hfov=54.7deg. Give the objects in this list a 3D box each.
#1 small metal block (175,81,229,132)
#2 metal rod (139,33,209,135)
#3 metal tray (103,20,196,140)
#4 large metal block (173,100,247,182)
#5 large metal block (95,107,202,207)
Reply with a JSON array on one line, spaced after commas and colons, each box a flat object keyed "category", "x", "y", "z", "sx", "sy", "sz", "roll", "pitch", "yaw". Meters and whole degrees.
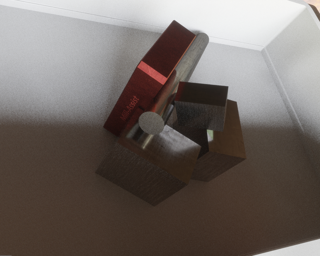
[{"category": "small metal block", "x": 0.045, "y": -0.022, "z": 0.332, "sx": 0.050, "sy": 0.050, "sz": 0.025, "roll": 8, "pitch": 61, "yaw": 13}, {"category": "metal rod", "x": 0.032, "y": -0.079, "z": 0.413, "sx": 0.025, "sy": 0.025, "sz": 0.301, "roll": 36, "pitch": 34, "yaw": -5}, {"category": "metal tray", "x": -0.015, "y": -0.051, "z": 0.360, "sx": 0.030, "sy": 0.129, "sz": 0.090, "roll": 35, "pitch": 52, "yaw": -5}, {"category": "large metal block", "x": 0.058, "y": 0.014, "z": 0.394, "sx": 0.050, "sy": 0.080, "sz": 0.080, "roll": 13, "pitch": 56, "yaw": -22}, {"category": "large metal block", "x": -0.015, "y": 0.035, "z": 0.342, "sx": 0.080, "sy": 0.080, "sz": 0.050, "roll": 32, "pitch": 52, "yaw": -8}]
